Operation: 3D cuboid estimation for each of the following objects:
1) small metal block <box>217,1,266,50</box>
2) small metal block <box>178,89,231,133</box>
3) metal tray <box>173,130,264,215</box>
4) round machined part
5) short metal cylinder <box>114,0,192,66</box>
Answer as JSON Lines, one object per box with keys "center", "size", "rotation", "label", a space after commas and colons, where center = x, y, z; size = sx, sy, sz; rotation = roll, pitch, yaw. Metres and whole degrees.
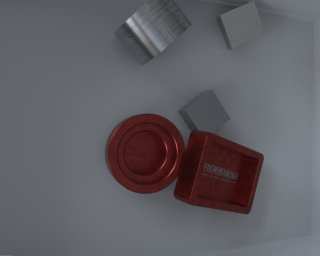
{"center": [0.116, -0.146, 0.445], "size": [0.050, 0.025, 0.050], "rotation": [-23, 100, 3], "label": "small metal block"}
{"center": [0.062, -0.018, 0.435], "size": [0.050, 0.025, 0.050], "rotation": [-38, 103, -16], "label": "small metal block"}
{"center": [0.084, 0.063, 0.418], "size": [0.131, 0.030, 0.090], "rotation": [20, 83, -39], "label": "metal tray"}
{"center": [-0.021, 0.031, 0.395], "size": [0.099, 0.042, 0.097], "rotation": [0, 90, -21], "label": "round machined part"}
{"center": [-0.009, -0.121, 0.379], "size": [0.080, 0.080, 0.050], "rotation": [-45, 104, -15], "label": "short metal cylinder"}
